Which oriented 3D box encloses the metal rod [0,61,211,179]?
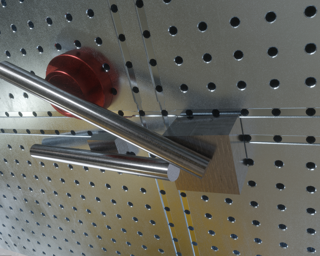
[{"bbox_3d":[-0.080,-0.017,0.379,0.301,0.025,0.025,25,127,15],"label":"metal rod"}]

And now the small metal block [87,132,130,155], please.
[{"bbox_3d":[-0.076,0.034,0.471,0.050,0.025,0.050,0,118,28],"label":"small metal block"}]

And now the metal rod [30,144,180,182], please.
[{"bbox_3d":[-0.101,0.045,0.455,0.300,0.025,0.025,2,120,38],"label":"metal rod"}]

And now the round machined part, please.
[{"bbox_3d":[-0.119,-0.053,0.427,0.098,0.042,0.097,13,124,20],"label":"round machined part"}]

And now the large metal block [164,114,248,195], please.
[{"bbox_3d":[0.057,0.031,0.380,0.080,0.050,0.080,-2,118,28],"label":"large metal block"}]
